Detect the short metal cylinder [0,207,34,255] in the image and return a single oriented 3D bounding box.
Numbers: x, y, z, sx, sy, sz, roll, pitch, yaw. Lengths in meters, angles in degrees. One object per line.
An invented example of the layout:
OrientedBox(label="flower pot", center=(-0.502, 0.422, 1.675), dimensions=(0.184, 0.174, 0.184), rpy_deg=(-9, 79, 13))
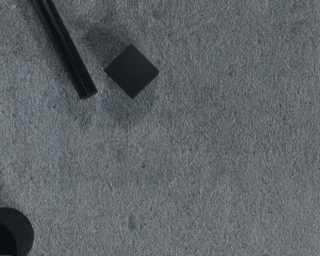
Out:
OrientedBox(label="short metal cylinder", center=(-0.211, 0.147, 0.395), dimensions=(0.081, 0.050, 0.079), rpy_deg=(0, 90, -1))

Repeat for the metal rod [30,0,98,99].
OrientedBox(label="metal rod", center=(-0.161, -0.176, 0.407), dimensions=(0.025, 0.025, 0.299), rpy_deg=(-27, 90, 0))

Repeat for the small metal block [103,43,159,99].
OrientedBox(label="small metal block", center=(-0.037, -0.074, 0.409), dimensions=(0.050, 0.025, 0.050), rpy_deg=(-45, 91, 0))
